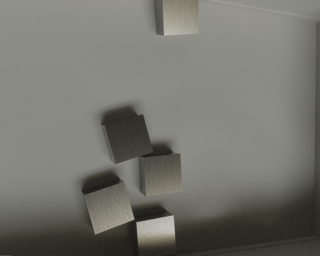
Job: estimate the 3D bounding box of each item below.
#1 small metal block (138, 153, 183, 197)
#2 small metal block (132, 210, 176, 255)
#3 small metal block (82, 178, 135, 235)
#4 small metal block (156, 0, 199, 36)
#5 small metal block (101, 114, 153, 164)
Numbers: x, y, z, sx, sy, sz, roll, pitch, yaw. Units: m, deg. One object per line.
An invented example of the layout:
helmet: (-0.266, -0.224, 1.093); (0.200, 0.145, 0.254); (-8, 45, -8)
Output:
small metal block: (0.000, 0.060, 0.411); (0.050, 0.025, 0.050); (-4, 92, -20)
small metal block: (-0.008, 0.140, 0.408); (0.050, 0.025, 0.050); (-5, 92, -20)
small metal block: (-0.065, 0.097, 0.387); (0.050, 0.025, 0.050); (-16, 96, -19)
small metal block: (0.023, -0.151, 0.411); (0.050, 0.025, 0.050); (-10, 112, -20)
small metal block: (-0.042, 0.013, 0.395); (0.050, 0.025, 0.050); (-17, 96, -19)
